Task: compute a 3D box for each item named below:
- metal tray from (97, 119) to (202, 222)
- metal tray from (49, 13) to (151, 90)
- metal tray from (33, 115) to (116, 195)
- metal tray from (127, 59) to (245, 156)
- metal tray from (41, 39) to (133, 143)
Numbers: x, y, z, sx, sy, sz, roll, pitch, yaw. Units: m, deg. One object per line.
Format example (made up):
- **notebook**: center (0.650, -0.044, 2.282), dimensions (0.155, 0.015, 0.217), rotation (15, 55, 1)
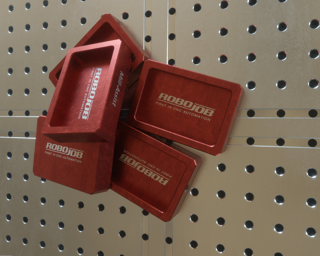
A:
- **metal tray**: center (-0.022, 0.053, 0.417), dimensions (0.130, 0.030, 0.090), rotation (27, 99, 18)
- **metal tray**: center (-0.086, -0.083, 0.440), dimensions (0.130, 0.030, 0.090), rotation (-41, 76, 15)
- **metal tray**: center (-0.124, 0.033, 0.436), dimensions (0.130, 0.030, 0.090), rotation (8, 94, 34)
- **metal tray**: center (0.031, -0.028, 0.398), dimensions (0.130, 0.030, 0.090), rotation (19, 97, 18)
- **metal tray**: center (-0.091, -0.047, 0.397), dimensions (0.090, 0.030, 0.130), rotation (-2, 65, 27)
